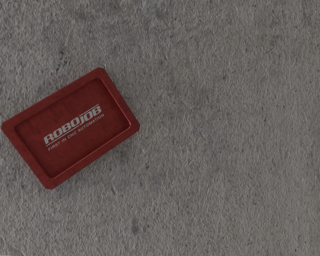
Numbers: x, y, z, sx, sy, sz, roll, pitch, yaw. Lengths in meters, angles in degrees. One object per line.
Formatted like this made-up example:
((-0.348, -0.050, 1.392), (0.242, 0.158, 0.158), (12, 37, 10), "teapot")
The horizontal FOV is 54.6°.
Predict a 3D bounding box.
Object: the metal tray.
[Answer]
((-0.101, -0.001, 0.368), (0.131, 0.030, 0.090), (-35, 102, -17), "metal tray")
